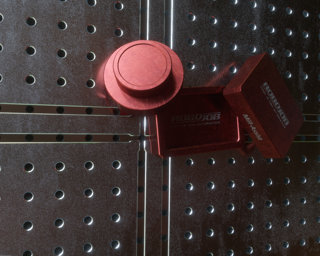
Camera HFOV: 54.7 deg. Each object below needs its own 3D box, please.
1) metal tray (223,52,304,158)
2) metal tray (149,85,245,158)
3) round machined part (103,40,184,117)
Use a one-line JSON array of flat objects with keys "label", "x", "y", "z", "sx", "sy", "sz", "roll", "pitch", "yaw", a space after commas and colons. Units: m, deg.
[{"label": "metal tray", "x": 0.154, "y": -0.031, "z": 0.448, "sx": 0.130, "sy": 0.030, "sz": 0.090, "roll": 52, "pitch": 59, "yaw": -20}, {"label": "metal tray", "x": 0.052, "y": -0.011, "z": 0.430, "sx": 0.131, "sy": 0.030, "sz": 0.089, "roll": -5, "pitch": 92, "yaw": -20}, {"label": "round machined part", "x": -0.020, "y": -0.066, "z": 0.375, "sx": 0.099, "sy": 0.042, "sz": 0.098, "roll": 0, "pitch": 70, "yaw": 1}]
